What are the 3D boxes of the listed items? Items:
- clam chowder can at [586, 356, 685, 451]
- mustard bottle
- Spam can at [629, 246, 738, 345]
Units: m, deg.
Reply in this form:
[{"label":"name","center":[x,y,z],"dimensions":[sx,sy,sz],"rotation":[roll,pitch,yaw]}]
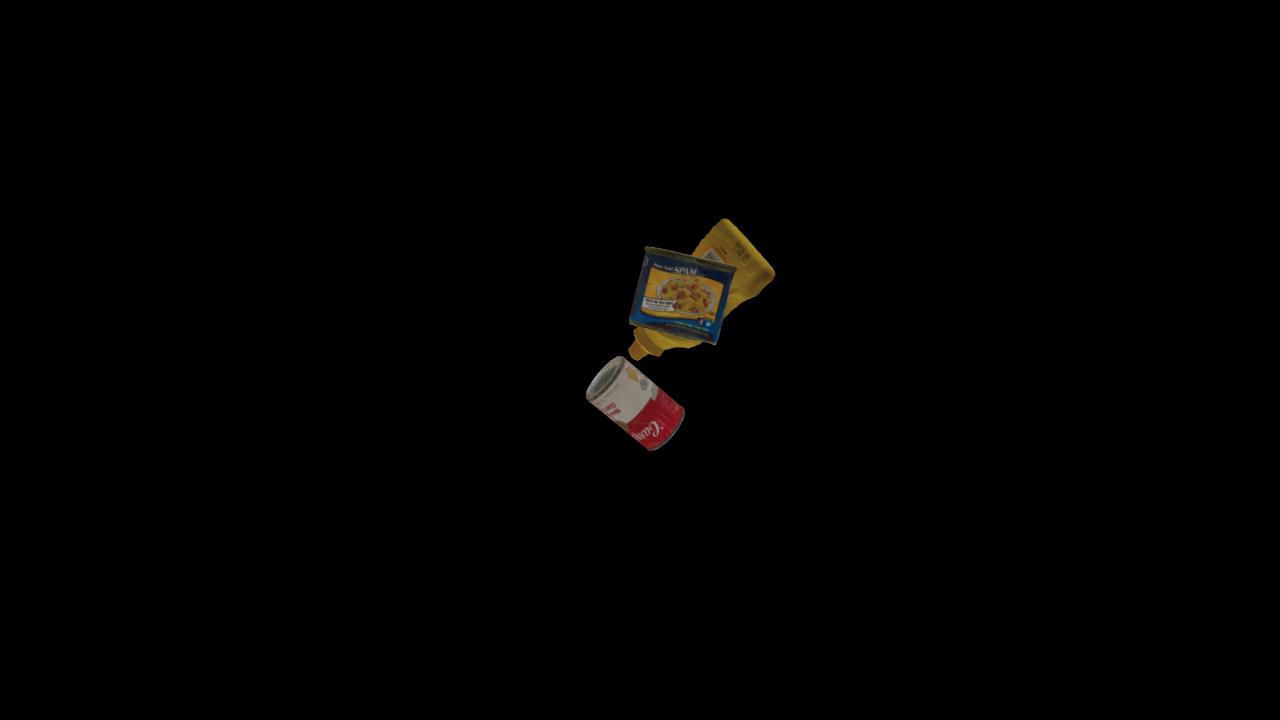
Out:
[{"label":"clam chowder can","center":[-0.006,0.051,0.730],"dimensions":[0.102,0.068,0.068],"rotation":[42,-13,-16]},{"label":"mustard bottle","center":[0.055,-0.064,0.684],"dimensions":[0.184,0.092,0.054],"rotation":[-43,-28,18]},{"label":"Spam can","center":[0.045,-0.068,0.656],"dimensions":[0.101,0.085,0.058],"rotation":[14,5,9]}]
